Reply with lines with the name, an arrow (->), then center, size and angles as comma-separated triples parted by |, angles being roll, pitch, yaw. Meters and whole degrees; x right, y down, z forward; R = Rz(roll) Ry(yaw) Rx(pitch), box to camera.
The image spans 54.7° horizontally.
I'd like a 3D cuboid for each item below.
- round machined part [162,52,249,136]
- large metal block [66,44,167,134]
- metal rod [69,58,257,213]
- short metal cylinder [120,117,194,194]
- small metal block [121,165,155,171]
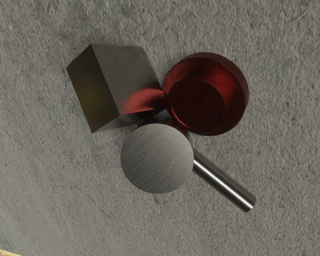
round machined part -> 0.047, -0.032, 0.351 | 0.098, 0.042, 0.097 | 13, 124, 20
large metal block -> -0.047, -0.046, 0.354 | 0.050, 0.081, 0.080 | -29, 81, 39
metal rod -> 0.001, 0.008, 0.412 | 0.300, 0.025, 0.025 | 38, 129, 1
short metal cylinder -> -0.001, 0.030, 0.362 | 0.080, 0.050, 0.079 | 1, 101, 5
small metal block -> -0.017, 0.043, 0.427 | 0.050, 0.050, 0.025 | -23, 105, 35
